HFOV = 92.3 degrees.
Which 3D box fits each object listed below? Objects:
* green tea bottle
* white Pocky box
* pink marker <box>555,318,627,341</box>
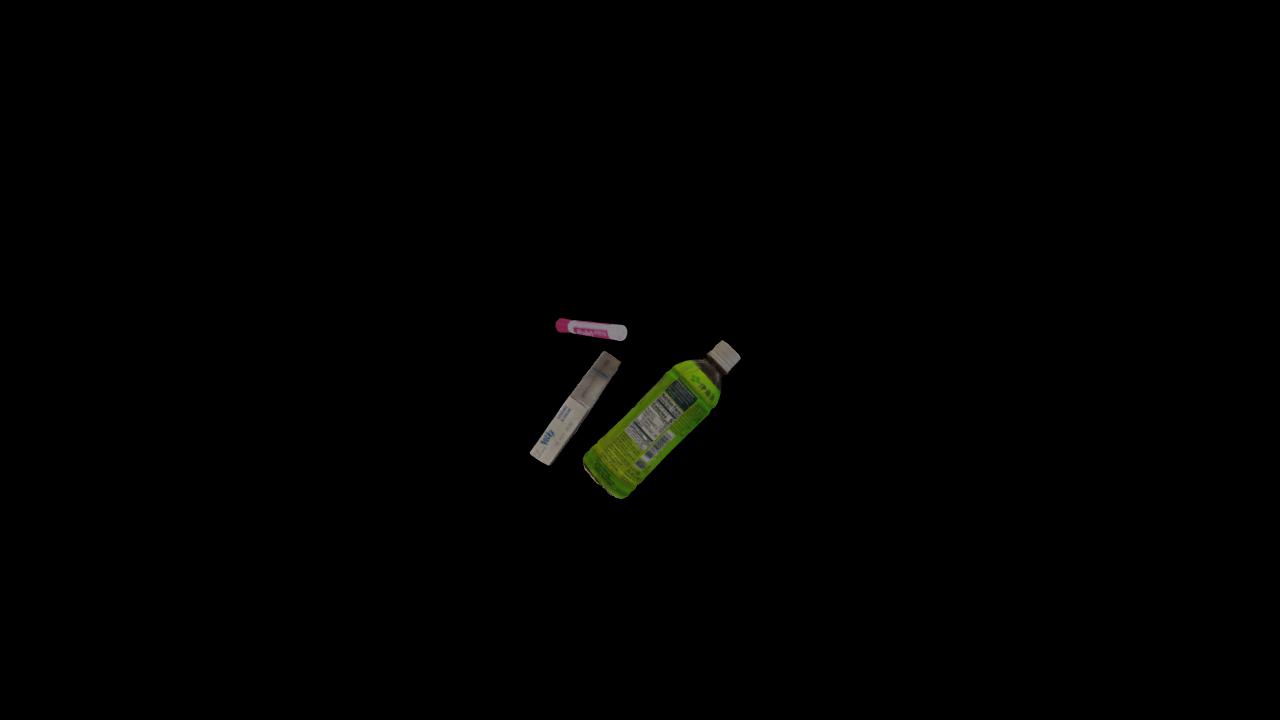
[{"bbox_3d":[0.030,0.063,0.698,0.212,0.073,0.073,-44,-3,3],"label":"green tea bottle"},{"bbox_3d":[-0.066,0.049,0.675,0.028,0.084,0.154,34,20,-1],"label":"white Pocky box"},{"bbox_3d":[-0.063,-0.038,0.752,0.020,0.020,0.121,0,7,-45],"label":"pink marker"}]
